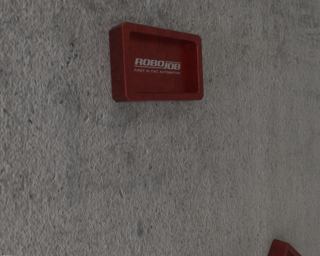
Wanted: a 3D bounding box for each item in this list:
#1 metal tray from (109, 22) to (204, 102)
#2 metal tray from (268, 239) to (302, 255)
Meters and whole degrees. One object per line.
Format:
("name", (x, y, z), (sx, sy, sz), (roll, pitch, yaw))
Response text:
("metal tray", (0.000, -0.080, 0.400), (0.131, 0.030, 0.089), (-5, 93, -40))
("metal tray", (0.252, 0.290, 0.612), (0.130, 0.030, 0.090), (44, 64, -31))
